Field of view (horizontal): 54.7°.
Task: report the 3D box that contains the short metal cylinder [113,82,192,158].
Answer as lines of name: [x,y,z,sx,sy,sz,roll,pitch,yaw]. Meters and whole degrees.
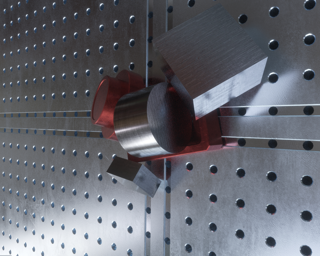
short metal cylinder: [-0.006,-0.008,0.358,0.050,0.081,0.080,-11,83,39]

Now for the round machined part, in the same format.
round machined part: [-0.063,-0.033,0.420,0.098,0.042,0.098,-40,42,50]

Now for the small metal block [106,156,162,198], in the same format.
small metal block: [-0.034,0.065,0.414,0.050,0.050,0.025,10,63,40]

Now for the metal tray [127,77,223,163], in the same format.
metal tray: [0.009,-0.007,0.395,0.130,0.030,0.090,-14,81,39]

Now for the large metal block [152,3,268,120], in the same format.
large metal block: [0.049,-0.068,0.322,0.080,0.050,0.080,-30,67,-3]
